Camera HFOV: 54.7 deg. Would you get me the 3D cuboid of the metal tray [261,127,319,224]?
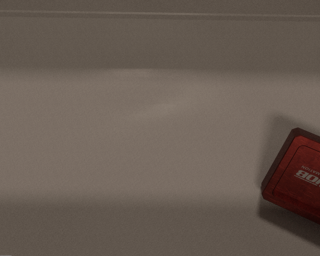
[{"bbox_3d":[0.197,0.066,0.356,0.130,0.030,0.089,24,112,9],"label":"metal tray"}]
